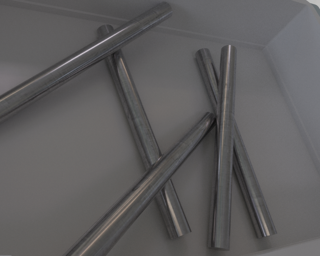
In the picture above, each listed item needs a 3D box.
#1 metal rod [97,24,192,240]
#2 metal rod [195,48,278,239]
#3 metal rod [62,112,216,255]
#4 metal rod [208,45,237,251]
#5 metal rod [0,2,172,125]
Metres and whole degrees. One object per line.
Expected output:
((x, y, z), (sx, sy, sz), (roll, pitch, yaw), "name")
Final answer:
((-0.028, -0.010, 0.396), (0.025, 0.025, 0.299), (-8, 66, -32), "metal rod")
((0.104, 0.006, 0.457), (0.025, 0.025, 0.299), (0, 62, -28), "metal rod")
((0.000, 0.050, 0.335), (0.025, 0.025, 0.302), (46, 39, 3), "metal rod")
((0.089, 0.008, 0.425), (0.025, 0.025, 0.299), (19, 61, -18), "metal rod")
((-0.087, -0.091, 0.389), (0.025, 0.025, 0.302), (46, 59, 3), "metal rod")
